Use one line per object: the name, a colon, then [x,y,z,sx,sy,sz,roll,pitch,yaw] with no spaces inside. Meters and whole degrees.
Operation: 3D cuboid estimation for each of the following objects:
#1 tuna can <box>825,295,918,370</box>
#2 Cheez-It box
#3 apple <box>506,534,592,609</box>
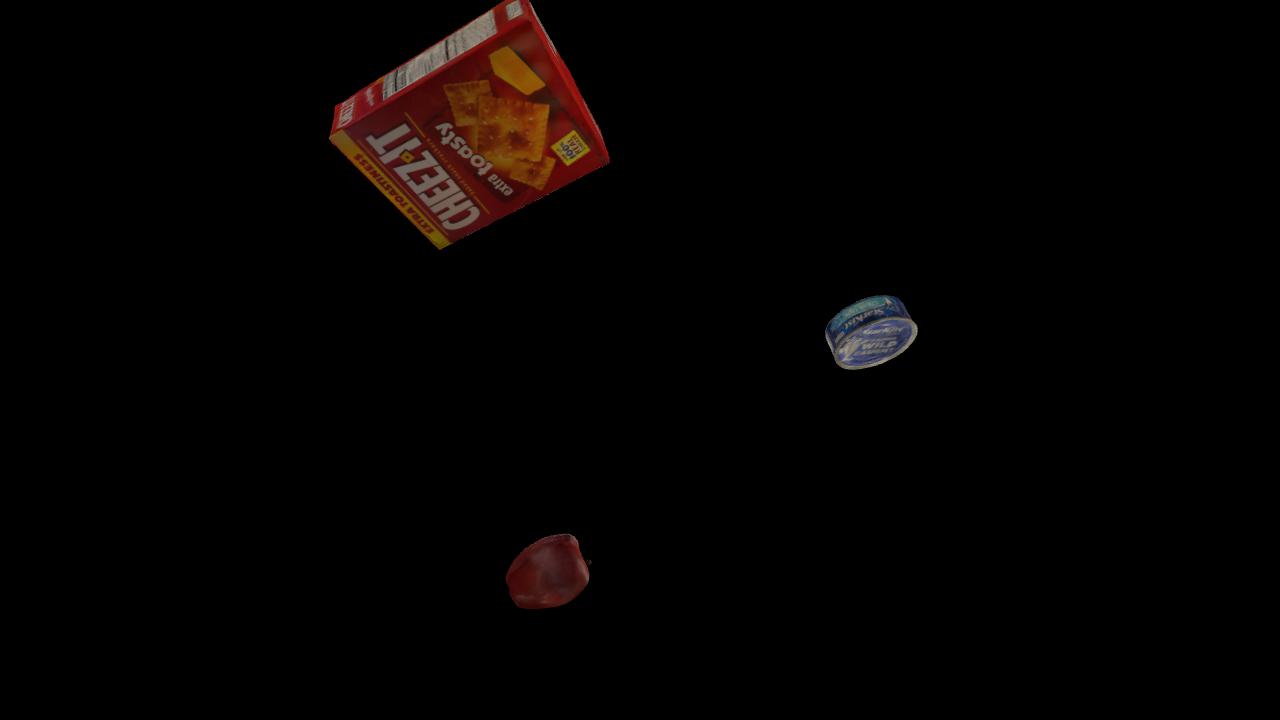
tuna can: [0.233,-0.028,0.624,0.084,0.034,0.084,-9,-34,-6]
Cheez-It box: [-0.166,-0.230,0.625,0.223,0.071,0.166,-24,-40,11]
apple: [-0.099,0.235,0.678,0.093,0.079,0.079,-19,3,-8]
